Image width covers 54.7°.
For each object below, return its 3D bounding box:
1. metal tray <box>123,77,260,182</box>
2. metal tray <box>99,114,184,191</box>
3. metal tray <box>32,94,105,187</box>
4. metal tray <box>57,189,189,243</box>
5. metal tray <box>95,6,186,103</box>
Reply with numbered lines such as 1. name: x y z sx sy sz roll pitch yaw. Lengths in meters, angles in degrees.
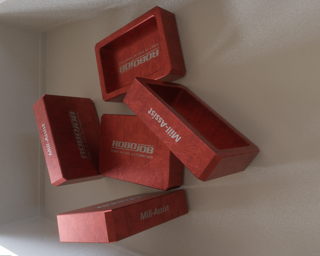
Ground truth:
1. metal tray: 0.033 -0.004 0.333 0.130 0.091 0.030 45 118 30
2. metal tray: -0.028 0.028 0.421 0.130 0.030 0.089 5 93 39
3. metal tray: -0.129 0.016 0.466 0.030 0.091 0.129 -30 72 35
4. metal tray: -0.039 0.101 0.365 0.090 0.131 0.030 -16 81 38
5. metal tray: -0.032 -0.095 0.426 0.130 0.030 0.090 -17 79 38
